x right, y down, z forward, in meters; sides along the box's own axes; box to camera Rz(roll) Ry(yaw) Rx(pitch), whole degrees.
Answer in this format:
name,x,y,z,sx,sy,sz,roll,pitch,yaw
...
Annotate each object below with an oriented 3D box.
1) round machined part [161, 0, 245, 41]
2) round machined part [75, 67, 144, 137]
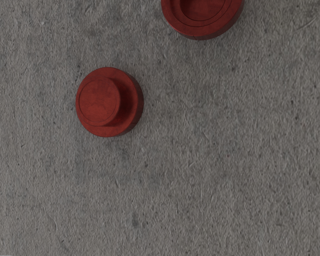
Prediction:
name,x,y,z,sx,sy,sz,roll,pitch,yaw
round machined part,0.054,-0.156,0.381,0.098,0.042,0.097,0,90,20
round machined part,-0.076,-0.036,0.427,0.098,0.042,0.097,0,90,20
